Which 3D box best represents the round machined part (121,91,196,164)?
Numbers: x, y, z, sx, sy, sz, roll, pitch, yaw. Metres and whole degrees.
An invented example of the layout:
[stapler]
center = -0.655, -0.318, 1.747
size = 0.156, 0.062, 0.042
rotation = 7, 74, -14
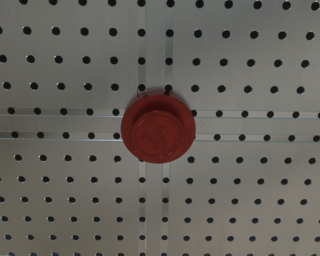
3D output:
[round machined part]
center = -0.002, 0.004, 0.405
size = 0.099, 0.042, 0.097
rotation = 0, 110, -1
